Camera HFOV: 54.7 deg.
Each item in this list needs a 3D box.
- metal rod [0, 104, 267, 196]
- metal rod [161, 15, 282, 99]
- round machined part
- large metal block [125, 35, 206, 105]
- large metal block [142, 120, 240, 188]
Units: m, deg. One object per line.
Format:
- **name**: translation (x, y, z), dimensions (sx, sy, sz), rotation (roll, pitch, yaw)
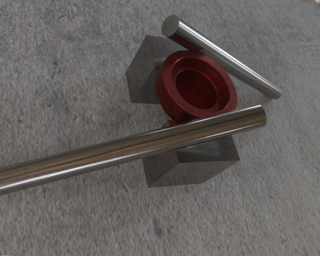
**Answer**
- **metal rod**: translation (-0.039, 0.023, 0.300), dimensions (0.302, 0.025, 0.025), rotation (-14, 67, -10)
- **metal rod**: translation (0.110, -0.088, 0.452), dimensions (0.302, 0.025, 0.025), rotation (14, 53, -47)
- **round machined part**: translation (0.038, -0.040, 0.366), dimensions (0.099, 0.042, 0.098), rotation (14, 56, -21)
- **large metal block**: translation (0.008, -0.074, 0.421), dimensions (0.081, 0.080, 0.050), rotation (1, 62, -28)
- **large metal block**: translation (0.032, 0.032, 0.369), dimensions (0.081, 0.080, 0.050), rotation (1, 62, -28)
